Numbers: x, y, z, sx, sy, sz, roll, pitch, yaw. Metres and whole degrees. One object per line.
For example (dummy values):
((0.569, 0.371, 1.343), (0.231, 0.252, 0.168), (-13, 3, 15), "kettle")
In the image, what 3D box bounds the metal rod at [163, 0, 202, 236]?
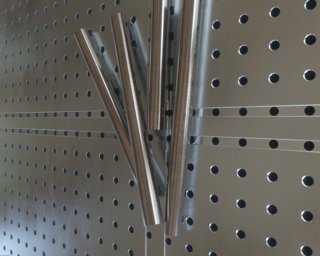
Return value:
((0.028, -0.015, 0.386), (0.025, 0.025, 0.298), (8, 95, 40), "metal rod")

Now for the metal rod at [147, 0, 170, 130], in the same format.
((0.000, -0.147, 0.409), (0.025, 0.025, 0.298), (4, 92, 40), "metal rod")

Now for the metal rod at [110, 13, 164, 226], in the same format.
((-0.035, -0.022, 0.424), (0.025, 0.025, 0.299), (-23, 71, 38), "metal rod")

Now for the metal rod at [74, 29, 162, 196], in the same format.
((-0.071, -0.031, 0.468), (0.025, 0.025, 0.299), (-39, 66, 33), "metal rod")
